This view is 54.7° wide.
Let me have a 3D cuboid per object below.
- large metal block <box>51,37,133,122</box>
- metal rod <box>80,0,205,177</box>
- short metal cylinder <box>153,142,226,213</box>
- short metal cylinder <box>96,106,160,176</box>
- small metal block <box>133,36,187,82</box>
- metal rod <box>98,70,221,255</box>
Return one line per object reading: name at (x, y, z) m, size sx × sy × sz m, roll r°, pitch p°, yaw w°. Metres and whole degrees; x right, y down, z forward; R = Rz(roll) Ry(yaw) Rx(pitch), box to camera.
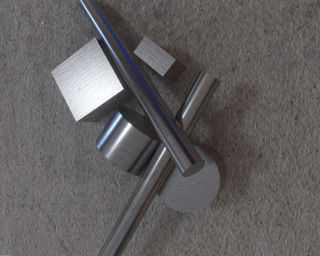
large metal block at (-0.088, -0.063, 0.427) m, size 0.080 × 0.050 × 0.080 m, roll -32°, pitch 80°, yaw 17°
metal rod at (-0.035, -0.071, 0.373) m, size 0.025 × 0.025 × 0.299 m, roll -41°, pitch 59°, yaw 15°
short metal cylinder at (0.038, 0.058, 0.382) m, size 0.080 × 0.050 × 0.080 m, roll 0°, pitch 90°, yaw 20°
short metal cylinder at (-0.032, 0.016, 0.391) m, size 0.080 × 0.080 × 0.050 m, roll 39°, pitch 103°, yaw 15°
small metal block at (0.002, -0.087, 0.395) m, size 0.050 × 0.050 × 0.025 m, roll 41°, pitch 103°, yaw 15°
metal rod at (-0.016, 0.072, 0.361) m, size 0.025 × 0.025 × 0.299 m, roll 32°, pitch 100°, yaw 17°
